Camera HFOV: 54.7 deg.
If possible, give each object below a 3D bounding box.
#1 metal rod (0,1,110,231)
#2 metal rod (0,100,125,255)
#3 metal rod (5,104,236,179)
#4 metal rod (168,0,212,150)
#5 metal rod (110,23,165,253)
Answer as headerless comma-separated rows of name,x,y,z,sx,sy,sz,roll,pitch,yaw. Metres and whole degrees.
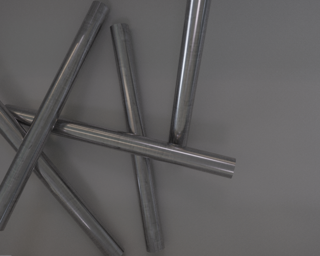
metal rod,-0.132,-0.025,0.378,0.025,0.025,0.299,22,77,0
metal rod,-0.148,0.051,0.393,0.025,0.025,0.300,-38,97,0
metal rod,-0.058,0.014,0.388,0.301,0.025,0.025,13,90,8
metal rod,0.035,-0.088,0.342,0.025,0.025,0.298,7,119,0
metal rod,-0.030,0.013,0.410,0.025,0.025,0.298,-9,90,0
